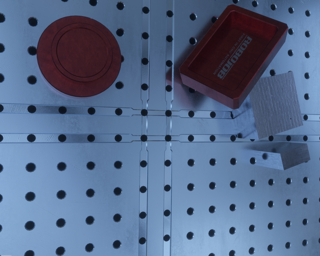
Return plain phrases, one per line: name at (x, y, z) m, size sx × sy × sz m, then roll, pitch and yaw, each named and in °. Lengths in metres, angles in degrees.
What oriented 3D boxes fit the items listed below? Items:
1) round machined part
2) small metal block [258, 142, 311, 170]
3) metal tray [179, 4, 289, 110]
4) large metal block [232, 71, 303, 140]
round machined part at (-0.094, -0.085, 0.369) m, size 0.099 × 0.042 × 0.097 m, roll 0°, pitch 90°, yaw -20°
small metal block at (0.186, 0.041, 0.468) m, size 0.050 × 0.050 × 0.025 m, roll -16°, pitch 96°, yaw -19°
metal tray at (0.099, -0.099, 0.419) m, size 0.090 × 0.030 × 0.130 m, roll 32°, pitch 76°, yaw 23°
large metal block at (0.154, -0.033, 0.456) m, size 0.081 × 0.050 × 0.080 m, roll -15°, pitch 95°, yaw -19°
